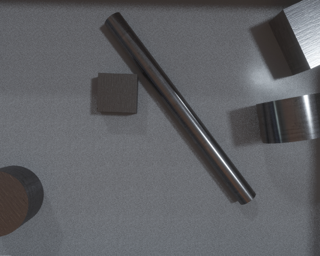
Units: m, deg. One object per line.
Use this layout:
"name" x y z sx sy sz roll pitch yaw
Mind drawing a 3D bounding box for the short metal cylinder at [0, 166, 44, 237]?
"short metal cylinder" -0.199 0.091 0.396 0.081 0.050 0.079 0 90 -1

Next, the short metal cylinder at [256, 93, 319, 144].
"short metal cylinder" 0.165 -0.012 0.386 0.080 0.080 0.050 -10 90 0

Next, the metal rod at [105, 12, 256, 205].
"metal rod" 0.027 -0.025 0.411 0.025 0.025 0.299 -37 90 0

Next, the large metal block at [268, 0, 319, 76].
"large metal block" 0.203 -0.125 0.402 0.080 0.050 0.080 -25 90 -1

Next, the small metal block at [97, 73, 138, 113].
"small metal block" -0.055 -0.045 0.411 0.050 0.025 0.050 2 90 -1
